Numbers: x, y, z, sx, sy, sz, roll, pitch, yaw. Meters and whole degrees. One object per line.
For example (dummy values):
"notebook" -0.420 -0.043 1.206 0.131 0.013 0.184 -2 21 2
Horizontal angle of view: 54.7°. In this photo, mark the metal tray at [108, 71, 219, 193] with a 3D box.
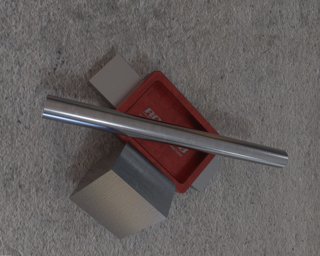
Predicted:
"metal tray" 0.007 0.006 0.384 0.130 0.030 0.090 46 76 -15

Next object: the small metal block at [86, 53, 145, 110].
"small metal block" -0.055 -0.056 0.390 0.050 0.025 0.050 47 75 -15

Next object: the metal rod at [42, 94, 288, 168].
"metal rod" 0.023 0.010 0.361 0.302 0.025 0.025 13 86 -20

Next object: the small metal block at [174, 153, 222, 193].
"small metal block" 0.048 0.053 0.429 0.050 0.025 0.050 40 77 -16

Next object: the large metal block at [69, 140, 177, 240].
"large metal block" -0.042 0.074 0.357 0.080 0.080 0.050 45 34 -15
